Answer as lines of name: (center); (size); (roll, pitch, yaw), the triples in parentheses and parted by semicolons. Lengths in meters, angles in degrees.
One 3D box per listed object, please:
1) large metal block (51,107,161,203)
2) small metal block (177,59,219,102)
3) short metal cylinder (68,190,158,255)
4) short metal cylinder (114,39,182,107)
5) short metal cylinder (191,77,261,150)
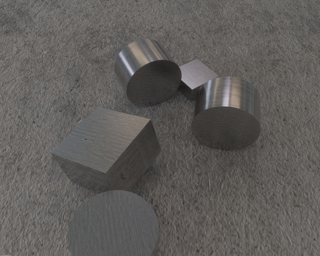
large metal block: (-0.058, 0.027, 0.351); (0.080, 0.050, 0.080); (14, 49, 31)
small metal block: (0.051, -0.072, 0.465); (0.050, 0.025, 0.050); (-28, 56, -22)
short metal cylinder: (-0.042, 0.107, 0.297); (0.081, 0.050, 0.080); (0, 50, 0)
short metal cylinder: (-0.017, -0.076, 0.431); (0.081, 0.080, 0.050); (-19, 53, -15)
short metal cylinder: (0.082, -0.016, 0.382); (0.080, 0.080, 0.050); (9, 51, 7)
